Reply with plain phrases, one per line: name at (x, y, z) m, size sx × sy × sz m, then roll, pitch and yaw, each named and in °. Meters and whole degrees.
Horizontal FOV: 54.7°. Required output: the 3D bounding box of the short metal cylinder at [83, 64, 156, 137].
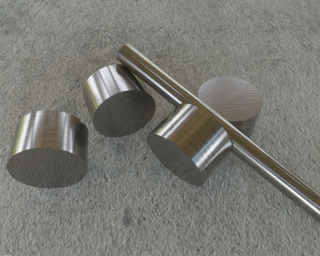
short metal cylinder at (-0.052, -0.033, 0.395) m, size 0.081 × 0.080 × 0.050 m, roll -18°, pitch 53°, yaw -14°

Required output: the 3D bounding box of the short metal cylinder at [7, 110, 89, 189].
short metal cylinder at (-0.122, 0.026, 0.345) m, size 0.081 × 0.080 × 0.050 m, roll -5°, pitch 51°, yaw -5°

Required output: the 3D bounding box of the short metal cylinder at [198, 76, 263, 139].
short metal cylinder at (0.088, -0.023, 0.406) m, size 0.081 × 0.050 × 0.080 m, roll 0°, pitch 50°, yaw 0°

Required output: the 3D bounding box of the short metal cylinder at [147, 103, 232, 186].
short metal cylinder at (0.032, 0.019, 0.347) m, size 0.080 × 0.080 × 0.050 m, roll 34°, pitch 66°, yaw 25°

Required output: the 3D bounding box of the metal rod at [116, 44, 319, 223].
metal rod at (0.068, 0.001, 0.354) m, size 0.300 × 0.025 × 0.025 m, roll 40°, pitch 59°, yaw 11°
